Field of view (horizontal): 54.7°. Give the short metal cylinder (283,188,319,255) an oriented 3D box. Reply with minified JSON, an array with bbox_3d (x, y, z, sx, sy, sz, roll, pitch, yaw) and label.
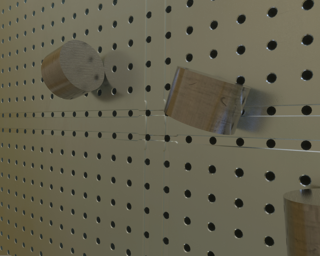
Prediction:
[{"bbox_3d":[0.145,0.081,0.253,0.080,0.081,0.050,-5,87,39],"label":"short metal cylinder"}]

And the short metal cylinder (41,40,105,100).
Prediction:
[{"bbox_3d":[-0.134,-0.089,0.481,0.050,0.081,0.080,-15,80,39],"label":"short metal cylinder"}]

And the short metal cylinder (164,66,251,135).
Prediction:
[{"bbox_3d":[0.050,-0.031,0.331,0.080,0.081,0.050,27,107,36],"label":"short metal cylinder"}]
